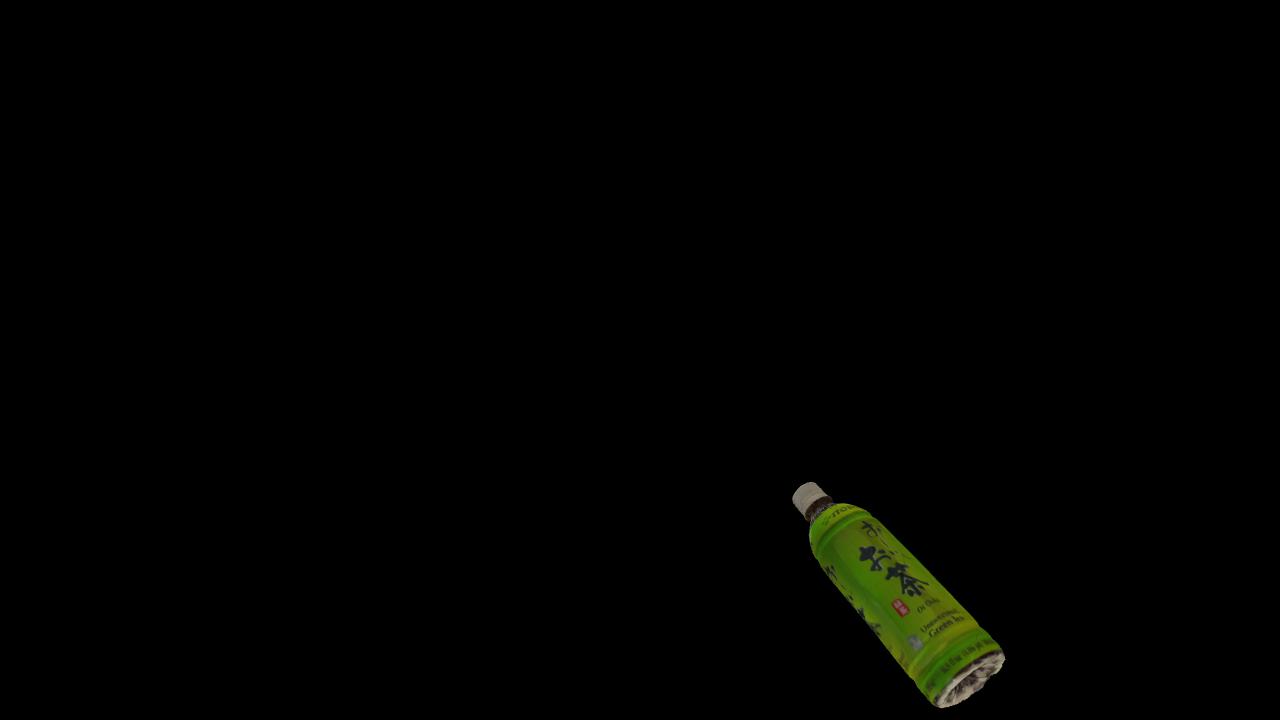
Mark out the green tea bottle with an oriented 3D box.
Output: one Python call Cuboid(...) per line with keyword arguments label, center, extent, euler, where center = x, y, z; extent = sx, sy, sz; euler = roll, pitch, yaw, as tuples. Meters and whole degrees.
Cuboid(label="green tea bottle", center=(0.209, 0.190, 0.544), extent=(0.073, 0.073, 0.212), euler=(0, 30, -27))
